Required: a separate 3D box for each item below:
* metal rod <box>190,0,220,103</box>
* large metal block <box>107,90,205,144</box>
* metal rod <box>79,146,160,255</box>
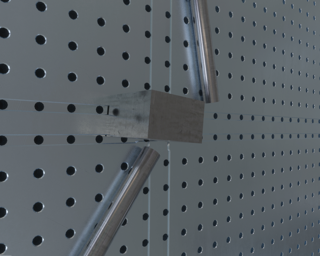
[{"bbox_3d":[0.057,-0.186,0.456,0.025,0.025,0.298,-14,99,-39],"label":"metal rod"},{"bbox_3d":[-0.006,-0.011,0.369,0.081,0.080,0.050,7,86,-40],"label":"large metal block"},{"bbox_3d":[-0.081,0.150,0.341,0.025,0.025,0.300,45,63,-31],"label":"metal rod"}]
